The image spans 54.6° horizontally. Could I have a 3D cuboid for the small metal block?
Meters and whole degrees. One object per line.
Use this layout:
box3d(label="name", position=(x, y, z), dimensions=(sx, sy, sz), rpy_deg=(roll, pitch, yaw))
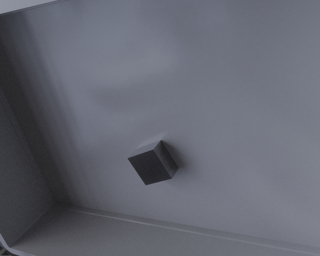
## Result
box3d(label="small metal block", position=(-0.010, 0.051, 0.446), dimensions=(0.050, 0.025, 0.050), rpy_deg=(-22, 107, 36))
